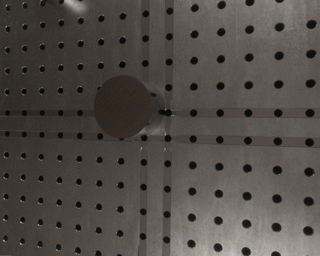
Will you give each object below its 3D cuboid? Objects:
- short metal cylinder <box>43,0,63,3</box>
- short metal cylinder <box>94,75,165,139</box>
[{"bbox_3d":[-0.171,-0.234,0.458,0.080,0.050,0.079,0,90,19],"label":"short metal cylinder"},{"bbox_3d":[-0.040,-0.027,0.412,0.080,0.050,0.079,0,90,19],"label":"short metal cylinder"}]
